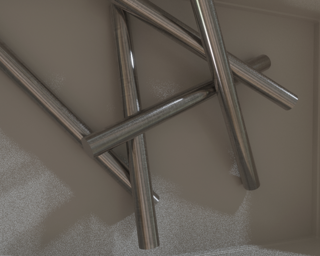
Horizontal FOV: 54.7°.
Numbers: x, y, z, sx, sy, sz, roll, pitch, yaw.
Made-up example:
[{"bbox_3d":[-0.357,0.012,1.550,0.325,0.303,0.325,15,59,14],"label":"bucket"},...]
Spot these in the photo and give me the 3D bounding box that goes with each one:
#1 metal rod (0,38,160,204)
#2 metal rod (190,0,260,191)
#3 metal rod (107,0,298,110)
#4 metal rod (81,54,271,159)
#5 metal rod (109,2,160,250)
[{"bbox_3d":[-0.109,-0.008,0.370,0.025,0.025,0.300,-47,105,-14],"label":"metal rod"},{"bbox_3d":[0.088,-0.039,0.399,0.025,0.025,0.299,-31,117,-18],"label":"metal rod"},{"bbox_3d":[0.053,-0.104,0.395,0.301,0.025,0.025,28,81,-14],"label":"metal rod"},{"bbox_3d":[0.041,-0.039,0.397,0.302,0.025,0.025,-27,100,-29],"label":"metal rod"},{"bbox_3d":[-0.032,-0.006,0.381,0.025,0.025,0.298,-6,86,-20],"label":"metal rod"}]
